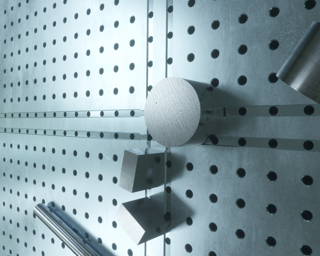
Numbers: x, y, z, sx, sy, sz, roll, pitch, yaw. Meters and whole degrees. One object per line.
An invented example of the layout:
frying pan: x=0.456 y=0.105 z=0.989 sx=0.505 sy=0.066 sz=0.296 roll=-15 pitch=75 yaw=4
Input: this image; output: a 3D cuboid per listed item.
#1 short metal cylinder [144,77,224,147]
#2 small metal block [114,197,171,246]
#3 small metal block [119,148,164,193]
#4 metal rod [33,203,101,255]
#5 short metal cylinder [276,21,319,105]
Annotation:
short metal cylinder: x=0.028 y=-0.018 z=0.370 sx=0.080 sy=0.050 sz=0.080 roll=0 pitch=90 yaw=40
small metal block: x=-0.023 y=0.122 z=0.412 sx=0.050 sy=0.050 sz=0.025 roll=41 pitch=115 yaw=32
small metal block: x=-0.024 y=0.055 z=0.413 sx=0.025 sy=0.050 sz=0.050 roll=17 pitch=101 yaw=39
metal rod: x=-0.125 y=0.205 z=0.512 sx=0.300 sy=0.025 sz=0.025 roll=23 pitch=105 yaw=37
short metal cylinder: x=0.145 y=-0.045 z=0.253 sx=0.080 sy=0.081 sz=0.050 roll=43 pitch=116 yaw=31
